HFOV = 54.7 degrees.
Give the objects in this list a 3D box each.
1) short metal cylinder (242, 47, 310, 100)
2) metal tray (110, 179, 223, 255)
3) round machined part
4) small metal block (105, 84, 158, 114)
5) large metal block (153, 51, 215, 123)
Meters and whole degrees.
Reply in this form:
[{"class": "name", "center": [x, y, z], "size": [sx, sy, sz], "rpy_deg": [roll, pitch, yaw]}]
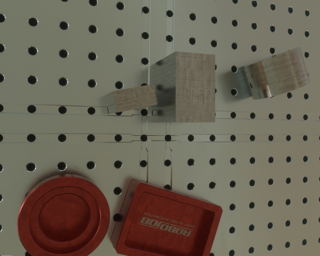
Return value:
[{"class": "short metal cylinder", "center": [0.165, -0.078, 0.444], "size": [0.081, 0.080, 0.050], "rpy_deg": [-22, 98, -19]}, {"class": "metal tray", "center": [0.011, 0.130, 0.414], "size": [0.131, 0.030, 0.090], "rpy_deg": [21, 83, -19]}, {"class": "round machined part", "center": [-0.111, 0.102, 0.363], "size": [0.099, 0.042, 0.097], "rpy_deg": [0, 90, -20]}, {"class": "small metal block", "center": [-0.037, -0.035, 0.386], "size": [0.050, 0.050, 0.025], "rpy_deg": [-13, 95, -20]}, {"class": "large metal block", "center": [0.028, -0.047, 0.393], "size": [0.050, 0.080, 0.079], "rpy_deg": [0, 90, -20]}]
